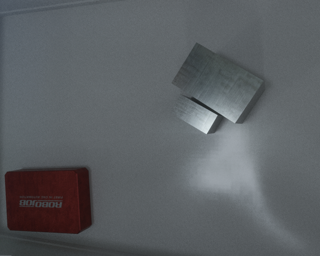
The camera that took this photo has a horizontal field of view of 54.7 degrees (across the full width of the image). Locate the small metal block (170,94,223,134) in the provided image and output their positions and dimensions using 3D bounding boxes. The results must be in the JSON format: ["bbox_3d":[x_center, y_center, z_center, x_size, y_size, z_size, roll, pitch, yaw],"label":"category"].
[{"bbox_3d":[0.047,-0.016,0.380,0.050,0.050,0.025,32,100,17],"label":"small metal block"}]

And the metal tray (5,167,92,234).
[{"bbox_3d":[-0.170,0.107,0.466,0.130,0.030,0.089,-4,89,19],"label":"metal tray"}]

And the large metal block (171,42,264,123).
[{"bbox_3d":[0.070,-0.048,0.356,0.080,0.080,0.050,35,101,16],"label":"large metal block"}]
